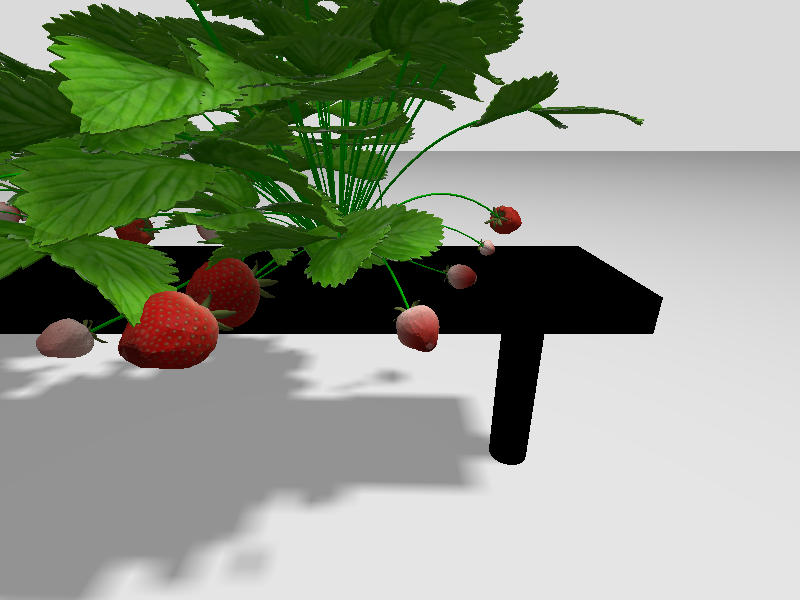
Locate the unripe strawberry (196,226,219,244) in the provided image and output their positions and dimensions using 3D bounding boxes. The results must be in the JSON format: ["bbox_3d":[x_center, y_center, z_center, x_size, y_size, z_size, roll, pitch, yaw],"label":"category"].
[{"bbox_3d":[-0.207,-0.081,0.439,0.038,0.037,0.035,12,25,28],"label":"unripe strawberry"}]

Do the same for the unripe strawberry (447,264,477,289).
[{"bbox_3d":[0.048,-0.018,0.303,0.022,0.019,0.022,13,26,28],"label":"unripe strawberry"}]

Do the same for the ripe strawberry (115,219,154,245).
[{"bbox_3d":[-0.287,-0.076,0.428,0.038,0.037,0.035,6,23,17],"label":"ripe strawberry"}]

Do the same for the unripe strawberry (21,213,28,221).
[{"bbox_3d":[-0.510,-0.126,0.552,0.036,0.033,0.033,-1,22,-1],"label":"unripe strawberry"}]

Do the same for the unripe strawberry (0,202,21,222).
[{"bbox_3d":[-0.510,-0.111,0.515,0.036,0.031,0.036,-1,22,-1],"label":"unripe strawberry"}]

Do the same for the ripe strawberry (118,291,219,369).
[{"bbox_3d":[-0.114,0.016,0.195,0.043,0.037,0.043,7,24,17],"label":"ripe strawberry"}]

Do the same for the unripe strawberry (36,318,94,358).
[{"bbox_3d":[-0.173,0.021,0.206,0.024,0.021,0.022,15,27,32],"label":"unripe strawberry"}]

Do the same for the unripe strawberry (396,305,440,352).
[{"bbox_3d":[0.011,0.017,0.216,0.024,0.025,0.026,-9,40,-21],"label":"unripe strawberry"}]

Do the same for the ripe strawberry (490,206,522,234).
[{"bbox_3d":[0.125,-0.093,0.471,0.033,0.033,0.036,7,14,-38],"label":"ripe strawberry"}]

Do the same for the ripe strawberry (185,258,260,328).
[{"bbox_3d":[-0.108,-0.002,0.238,0.042,0.044,0.046,9,24,21],"label":"ripe strawberry"}]
